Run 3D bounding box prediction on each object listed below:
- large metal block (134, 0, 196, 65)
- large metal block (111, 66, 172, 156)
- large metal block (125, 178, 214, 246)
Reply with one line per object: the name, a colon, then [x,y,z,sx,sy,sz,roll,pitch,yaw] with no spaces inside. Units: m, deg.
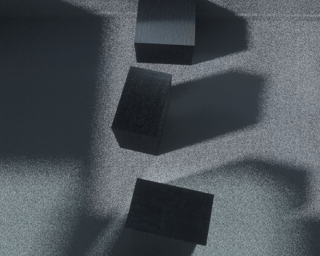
large metal block: [0.008,-0.140,0.448,0.080,0.050,0.080,3,70,1]
large metal block: [-0.020,-0.018,0.387,0.050,0.080,0.080,13,71,4]
large metal block: [0.010,0.096,0.345,0.080,0.080,0.050,12,71,4]
